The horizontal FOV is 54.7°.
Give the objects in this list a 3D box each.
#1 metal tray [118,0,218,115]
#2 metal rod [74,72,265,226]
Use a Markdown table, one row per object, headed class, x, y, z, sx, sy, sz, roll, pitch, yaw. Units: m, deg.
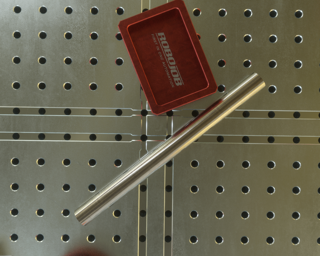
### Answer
| class | x | y | z | sx | sy | sz | roll | pitch | yaw |
| --- | --- | --- | --- | --- | --- | --- | --- | --- | --- |
| metal tray | 0.010 | -0.091 | 0.410 | 0.090 | 0.030 | 0.129 | -21 | 90 | 0 |
| metal rod | 0.013 | 0.028 | 0.413 | 0.300 | 0.025 | 0.025 | -38 | 90 | 0 |
